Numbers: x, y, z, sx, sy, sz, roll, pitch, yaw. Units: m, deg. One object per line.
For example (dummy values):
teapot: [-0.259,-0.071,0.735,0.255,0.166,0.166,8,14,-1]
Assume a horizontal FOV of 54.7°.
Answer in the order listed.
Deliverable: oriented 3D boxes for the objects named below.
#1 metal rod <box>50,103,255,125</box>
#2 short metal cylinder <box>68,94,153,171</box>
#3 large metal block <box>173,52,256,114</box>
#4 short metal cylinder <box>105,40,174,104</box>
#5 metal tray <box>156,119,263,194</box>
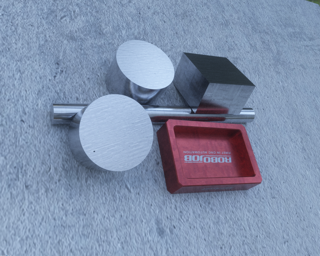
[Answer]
metal rod: [0.010,-0.018,0.423,0.303,0.025,0.025,-1,62,-29]
short metal cylinder: [-0.055,0.007,0.339,0.081,0.050,0.080,5,80,-28]
large metal block: [0.076,-0.065,0.454,0.081,0.050,0.080,-1,41,-29]
short metal cylinder: [-0.028,-0.071,0.417,0.081,0.050,0.080,14,56,-21]
metal tray: [0.066,0.037,0.414,0.131,0.030,0.090,3,60,-27]
